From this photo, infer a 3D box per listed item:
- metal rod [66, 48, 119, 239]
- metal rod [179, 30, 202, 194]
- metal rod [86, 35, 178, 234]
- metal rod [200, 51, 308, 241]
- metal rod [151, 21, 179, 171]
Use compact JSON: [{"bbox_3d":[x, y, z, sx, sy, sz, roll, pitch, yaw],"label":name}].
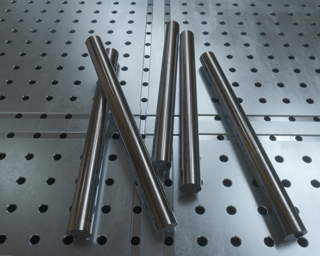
[{"bbox_3d":[-0.081,-0.007,0.411,0.025,0.025,0.300,1,50,0],"label":"metal rod"},{"bbox_3d":[0.041,-0.046,0.446,0.025,0.025,0.300,2,50,1],"label":"metal rod"},{"bbox_3d":[-0.047,-0.014,0.396,0.025,0.025,0.299,-16,59,-14],"label":"metal rod"},{"bbox_3d":[0.108,-0.002,0.410,0.025,0.025,0.300,-9,51,-8],"label":"metal rod"},{"bbox_3d":[0.012,-0.069,0.465,0.025,0.025,0.300,4,50,2],"label":"metal rod"}]
